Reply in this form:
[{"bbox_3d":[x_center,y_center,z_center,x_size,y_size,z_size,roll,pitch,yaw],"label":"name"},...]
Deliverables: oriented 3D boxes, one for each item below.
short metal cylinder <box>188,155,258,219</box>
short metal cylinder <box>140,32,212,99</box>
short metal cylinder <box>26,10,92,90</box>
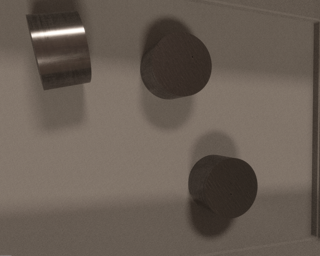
[{"bbox_3d":[0.087,0.079,0.431,0.081,0.050,0.079,0,90,-21],"label":"short metal cylinder"},{"bbox_3d":[0.020,-0.079,0.406,0.081,0.050,0.079,0,90,-21],"label":"short metal cylinder"},{"bbox_3d":[-0.111,-0.085,0.341,0.050,0.080,0.080,-14,95,-20],"label":"short metal cylinder"}]
